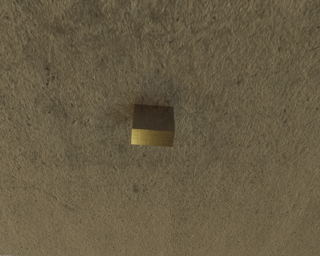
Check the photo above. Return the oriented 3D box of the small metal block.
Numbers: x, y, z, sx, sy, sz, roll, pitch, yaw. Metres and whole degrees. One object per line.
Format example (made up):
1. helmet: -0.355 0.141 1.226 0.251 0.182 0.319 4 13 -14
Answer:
1. small metal block: -0.009 -0.004 0.388 0.050 0.050 0.025 4 130 -4
